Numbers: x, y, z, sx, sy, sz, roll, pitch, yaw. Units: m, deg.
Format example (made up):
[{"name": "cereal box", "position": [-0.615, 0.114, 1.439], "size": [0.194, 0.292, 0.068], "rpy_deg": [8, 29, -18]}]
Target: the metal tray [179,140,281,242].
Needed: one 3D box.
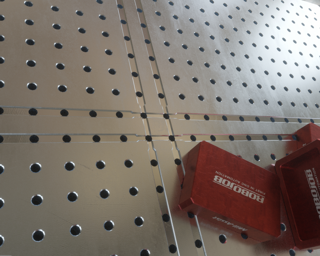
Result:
[{"name": "metal tray", "position": [0.096, 0.082, 0.405], "size": [0.131, 0.030, 0.090], "rpy_deg": [25, 53, -13]}]

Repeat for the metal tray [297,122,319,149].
[{"name": "metal tray", "position": [0.275, 0.063, 0.513], "size": [0.090, 0.030, 0.130], "rpy_deg": [25, 53, -13]}]

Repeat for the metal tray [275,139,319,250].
[{"name": "metal tray", "position": [0.214, 0.091, 0.424], "size": [0.030, 0.090, 0.130], "rpy_deg": [10, 58, -23]}]
